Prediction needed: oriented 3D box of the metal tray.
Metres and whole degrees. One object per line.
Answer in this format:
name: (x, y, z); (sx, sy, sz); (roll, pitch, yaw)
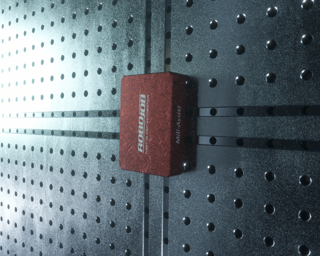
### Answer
metal tray: (-0.012, -0.006, 0.413); (0.090, 0.030, 0.129); (3, 92, 39)
